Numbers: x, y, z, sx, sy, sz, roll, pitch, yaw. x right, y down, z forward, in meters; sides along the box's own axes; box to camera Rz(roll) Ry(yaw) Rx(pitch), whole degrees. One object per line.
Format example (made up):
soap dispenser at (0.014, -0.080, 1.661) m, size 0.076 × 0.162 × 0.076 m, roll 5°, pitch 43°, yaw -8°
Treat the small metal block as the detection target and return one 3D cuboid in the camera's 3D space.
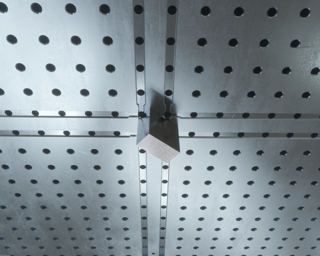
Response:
small metal block at (-0.002, 0.010, 0.404) m, size 0.050 × 0.050 × 0.025 m, roll 33°, pitch 123°, yaw -25°
